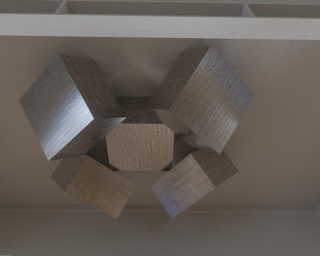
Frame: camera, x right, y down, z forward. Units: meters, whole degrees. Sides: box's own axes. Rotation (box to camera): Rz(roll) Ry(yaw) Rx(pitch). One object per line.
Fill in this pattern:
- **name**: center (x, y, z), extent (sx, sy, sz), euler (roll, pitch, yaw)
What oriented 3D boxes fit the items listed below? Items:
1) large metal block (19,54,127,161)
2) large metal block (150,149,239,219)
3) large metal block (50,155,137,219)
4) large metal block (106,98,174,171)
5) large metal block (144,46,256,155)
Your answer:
- **large metal block**: center (-0.097, -0.021, 0.341), extent (0.080, 0.080, 0.050), euler (-38, 164, 27)
- **large metal block**: center (0.048, 0.069, 0.421), extent (0.080, 0.050, 0.081), euler (-44, 163, 30)
- **large metal block**: center (-0.093, 0.074, 0.425), extent (0.080, 0.050, 0.080), euler (38, 165, -28)
- **large metal block**: center (-0.024, 0.009, 0.397), extent (0.081, 0.050, 0.079), euler (0, 130, -1)
- **large metal block**: center (0.045, -0.030, 0.338), extent (0.080, 0.050, 0.080), euler (39, 76, -28)
